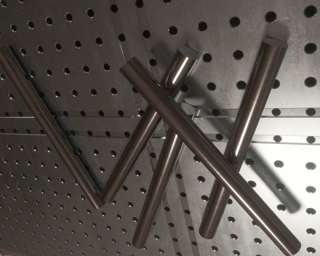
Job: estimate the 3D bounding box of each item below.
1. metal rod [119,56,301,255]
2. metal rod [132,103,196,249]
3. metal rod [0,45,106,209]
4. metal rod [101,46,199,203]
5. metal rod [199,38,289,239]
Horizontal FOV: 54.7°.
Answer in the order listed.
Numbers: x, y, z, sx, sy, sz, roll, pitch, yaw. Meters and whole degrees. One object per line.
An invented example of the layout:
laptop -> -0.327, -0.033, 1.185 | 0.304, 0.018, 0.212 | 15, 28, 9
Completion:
metal rod -> 0.063, 0.038, 0.366 | 0.300, 0.025, 0.025 | 48, 129, -6
metal rod -> -0.003, 0.091, 0.467 | 0.025, 0.025, 0.298 | 26, 127, 12
metal rod -> -0.172, 0.009, 0.504 | 0.025, 0.025, 0.299 | -15, 111, 34
metal rod -> -0.029, 0.017, 0.434 | 0.025, 0.025, 0.298 | 35, 129, 5
metal rod -> 0.092, 0.038, 0.385 | 0.025, 0.025, 0.298 | 21, 126, 15
